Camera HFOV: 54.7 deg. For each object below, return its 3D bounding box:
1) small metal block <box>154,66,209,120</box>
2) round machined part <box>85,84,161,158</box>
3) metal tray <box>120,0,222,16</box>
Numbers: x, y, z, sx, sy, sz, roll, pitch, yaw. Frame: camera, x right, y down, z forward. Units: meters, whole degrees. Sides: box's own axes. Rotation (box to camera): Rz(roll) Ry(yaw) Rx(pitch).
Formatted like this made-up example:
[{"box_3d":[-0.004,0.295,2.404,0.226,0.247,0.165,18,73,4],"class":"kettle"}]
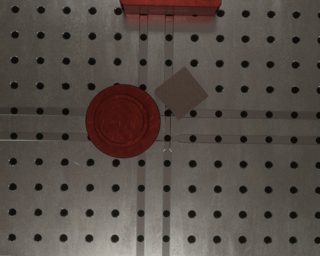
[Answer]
[{"box_3d":[0.028,-0.045,0.414,0.050,0.025,0.050,-39,91,0],"class":"small metal block"},{"box_3d":[-0.048,-0.009,0.404,0.099,0.042,0.097,0,90,-1],"class":"round machined part"},{"box_3d":[0.014,-0.200,0.410,0.131,0.030,0.089,1,90,-1],"class":"metal tray"}]
